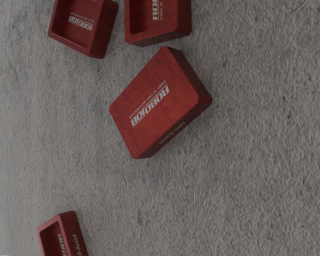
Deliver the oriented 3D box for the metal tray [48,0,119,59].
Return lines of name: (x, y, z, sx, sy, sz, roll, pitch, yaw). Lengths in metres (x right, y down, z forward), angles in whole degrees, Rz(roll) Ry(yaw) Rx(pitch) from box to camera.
metal tray: (-0.131, -0.176, 0.509, 0.130, 0.030, 0.089, 31, 109, 35)

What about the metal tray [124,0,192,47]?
metal tray: (-0.005, -0.180, 0.405, 0.090, 0.030, 0.129, -1, 89, 40)

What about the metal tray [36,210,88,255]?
metal tray: (-0.166, 0.221, 0.538, 0.090, 0.030, 0.130, -36, 68, 34)

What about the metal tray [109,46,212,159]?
metal tray: (-0.005, -0.030, 0.406, 0.129, 0.030, 0.090, -43, 64, 31)
